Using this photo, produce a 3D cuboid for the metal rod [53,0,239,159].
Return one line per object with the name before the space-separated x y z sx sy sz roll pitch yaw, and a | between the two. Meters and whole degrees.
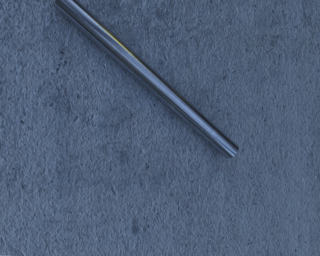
metal rod | -0.007 -0.059 0.406 0.300 0.025 0.025 40 77 -16
